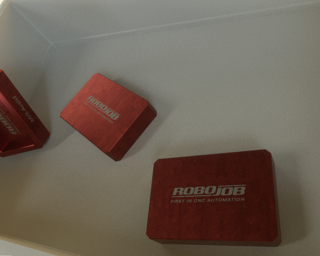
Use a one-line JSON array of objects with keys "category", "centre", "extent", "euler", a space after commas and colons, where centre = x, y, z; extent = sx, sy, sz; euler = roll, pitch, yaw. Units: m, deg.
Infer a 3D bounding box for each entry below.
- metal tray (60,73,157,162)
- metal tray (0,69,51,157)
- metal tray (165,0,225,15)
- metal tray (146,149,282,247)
[{"category": "metal tray", "centre": [-0.079, -0.021, 0.455], "extent": [0.130, 0.030, 0.090], "euler": [32, 79, 37]}, {"category": "metal tray", "centre": [-0.243, -0.018, 0.471], "extent": [0.090, 0.130, 0.030], "euler": [-13, 34, 19]}, {"category": "metal tray", "centre": [0.073, -0.250, 0.518], "extent": [0.090, 0.030, 0.130], "euler": [9, 66, 31]}, {"category": "metal tray", "centre": [0.054, 0.075, 0.328], "extent": [0.130, 0.030, 0.090], "euler": [-8, 58, 23]}]
